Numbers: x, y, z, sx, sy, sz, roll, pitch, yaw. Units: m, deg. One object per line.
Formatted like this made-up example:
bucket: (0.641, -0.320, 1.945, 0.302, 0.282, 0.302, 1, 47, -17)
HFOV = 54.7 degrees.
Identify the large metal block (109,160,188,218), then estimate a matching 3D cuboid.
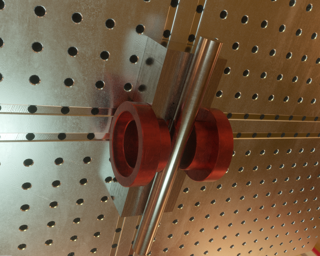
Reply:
large metal block: (-0.017, 0.072, 0.430, 0.081, 0.050, 0.079, 3, 117, -30)

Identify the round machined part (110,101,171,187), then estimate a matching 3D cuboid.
round machined part: (-0.022, 0.018, 0.362, 0.042, 0.098, 0.097, 2, 118, -29)

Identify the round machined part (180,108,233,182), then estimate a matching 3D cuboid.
round machined part: (0.048, 0.021, 0.402, 0.042, 0.098, 0.097, 4, 117, -25)

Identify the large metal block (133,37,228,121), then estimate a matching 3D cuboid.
large metal block: (0.022, -0.057, 0.371, 0.081, 0.050, 0.079, 2, 118, -30)

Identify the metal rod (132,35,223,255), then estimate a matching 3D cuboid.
metal rod: (0.013, 0.039, 0.378, 0.025, 0.025, 0.298, 3, 117, -30)
